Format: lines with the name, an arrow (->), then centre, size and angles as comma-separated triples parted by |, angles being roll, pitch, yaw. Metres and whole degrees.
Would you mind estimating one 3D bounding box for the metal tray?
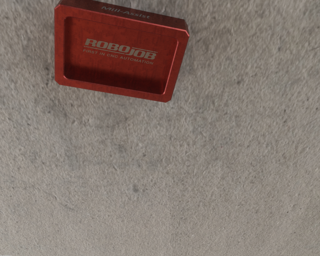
metal tray -> -0.043, -0.081, 0.334 | 0.131, 0.030, 0.089 | 9, 130, -8
